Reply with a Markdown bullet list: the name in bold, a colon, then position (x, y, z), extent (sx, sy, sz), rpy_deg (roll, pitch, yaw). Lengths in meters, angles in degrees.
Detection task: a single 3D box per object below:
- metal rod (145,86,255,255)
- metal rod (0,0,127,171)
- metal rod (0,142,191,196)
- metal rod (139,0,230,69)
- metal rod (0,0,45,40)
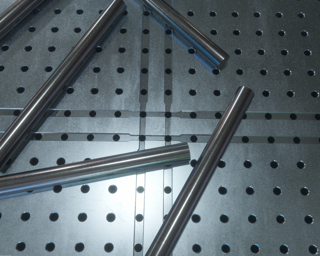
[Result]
- **metal rod**: position (0.044, 0.071, 0.386), extent (0.025, 0.025, 0.300), rpy_deg (29, 72, 9)
- **metal rod**: position (-0.138, -0.072, 0.436), extent (0.025, 0.025, 0.300), rpy_deg (29, 72, 10)
- **metal rod**: position (-0.112, 0.057, 0.389), extent (0.302, 0.025, 0.025), rpy_deg (-10, 71, -4)
- **metal rod**: position (-0.011, -0.198, 0.483), extent (0.025, 0.025, 0.300), rpy_deg (-42, 76, -14)
- **metal rod**: position (-0.233, -0.158, 0.466), extent (0.025, 0.025, 0.300), rpy_deg (36, 73, 11)
